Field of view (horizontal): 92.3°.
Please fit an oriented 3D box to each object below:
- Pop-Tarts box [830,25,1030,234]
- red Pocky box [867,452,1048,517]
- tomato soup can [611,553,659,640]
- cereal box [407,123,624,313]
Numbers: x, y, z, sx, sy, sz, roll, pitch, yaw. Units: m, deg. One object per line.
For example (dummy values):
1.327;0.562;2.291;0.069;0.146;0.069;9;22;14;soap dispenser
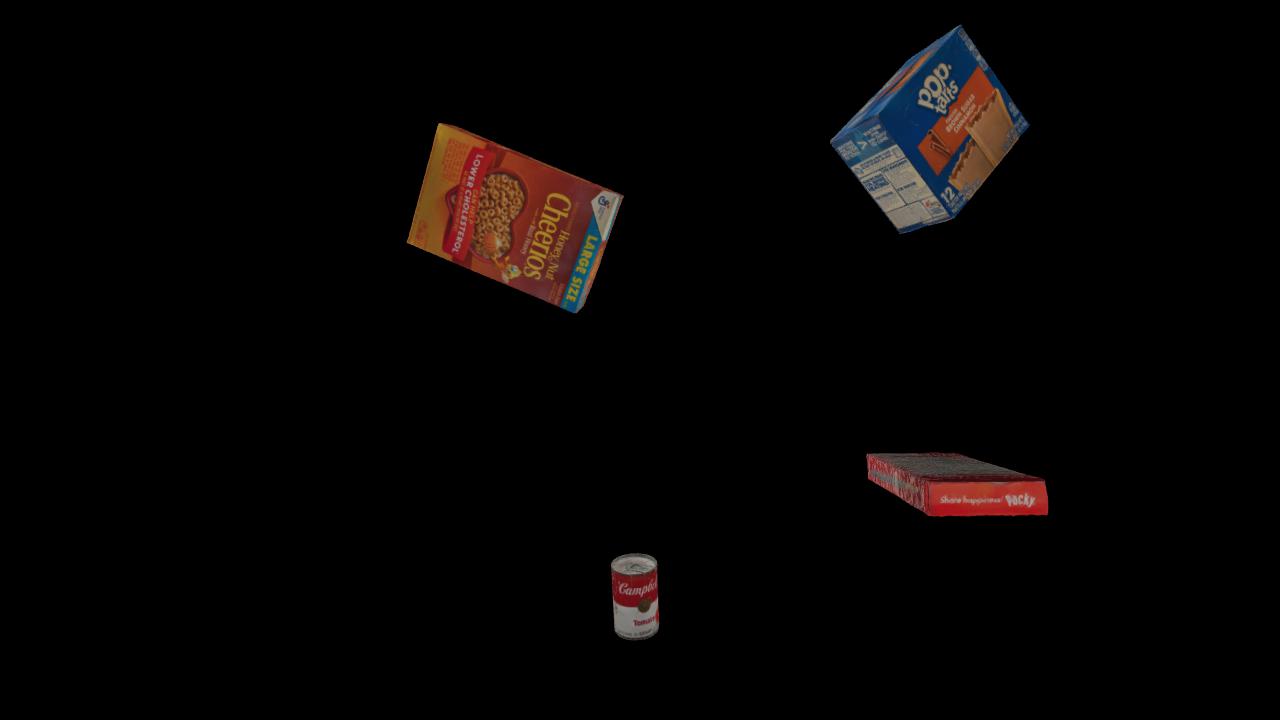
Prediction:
0.324;-0.253;0.686;0.167;0.141;0.083;-46;12;-17;Pop-Tarts box
0.246;0.098;0.500;0.083;0.028;0.155;0;-2;5;red Pocky box
-0.007;0.341;0.889;0.068;0.101;0.068;-2;7;0;tomato soup can
-0.202;-0.228;1.001;0.306;0.203;0.081;23;18;1;cereal box
